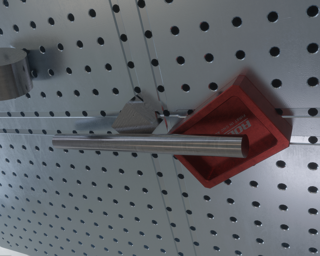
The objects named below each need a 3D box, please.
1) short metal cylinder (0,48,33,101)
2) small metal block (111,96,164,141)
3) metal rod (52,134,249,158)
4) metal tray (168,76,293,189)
[{"bbox_3d":[-0.231,-0.079,0.448,0.080,0.080,0.050,15,125,19],"label":"short metal cylinder"},{"bbox_3d":[-0.031,-0.007,0.423,0.050,0.025,0.050,39,129,1],"label":"small metal block"},{"bbox_3d":[-0.036,0.020,0.407,0.300,0.025,0.025,0,118,34],"label":"metal rod"},{"bbox_3d":[0.076,0.010,0.374,0.090,0.030,0.129,46,129,-5],"label":"metal tray"}]
